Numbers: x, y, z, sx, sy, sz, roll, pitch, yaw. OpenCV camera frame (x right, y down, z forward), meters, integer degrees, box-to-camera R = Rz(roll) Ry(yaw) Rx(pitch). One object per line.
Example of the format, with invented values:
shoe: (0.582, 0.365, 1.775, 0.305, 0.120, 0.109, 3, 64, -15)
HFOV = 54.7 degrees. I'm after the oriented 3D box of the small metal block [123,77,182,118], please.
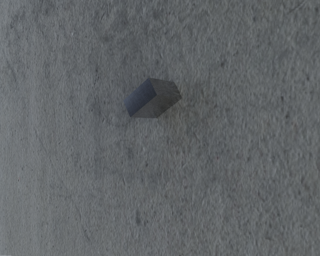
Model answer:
small metal block: (-0.009, -0.037, 0.394, 0.050, 0.050, 0.025, -37, 68, 33)
